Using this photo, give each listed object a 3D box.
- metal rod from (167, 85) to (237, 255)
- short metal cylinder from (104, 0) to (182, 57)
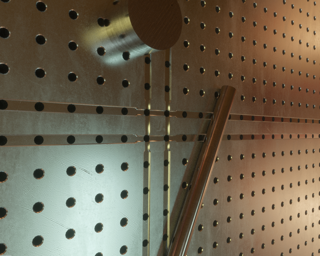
[{"bbox_3d":[0.062,0.072,0.460,0.025,0.025,0.299,32,70,-35],"label":"metal rod"},{"bbox_3d":[-0.019,-0.130,0.376,0.081,0.050,0.080,0,90,-40],"label":"short metal cylinder"}]
